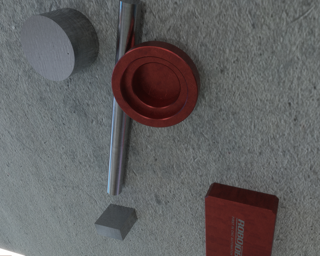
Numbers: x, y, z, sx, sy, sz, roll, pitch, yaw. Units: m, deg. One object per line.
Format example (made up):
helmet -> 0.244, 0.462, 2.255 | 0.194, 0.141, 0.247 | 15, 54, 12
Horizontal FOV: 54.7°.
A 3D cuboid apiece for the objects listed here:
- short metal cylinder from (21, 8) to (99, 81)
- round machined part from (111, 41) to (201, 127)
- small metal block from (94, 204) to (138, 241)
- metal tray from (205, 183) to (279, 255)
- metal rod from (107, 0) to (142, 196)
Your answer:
short metal cylinder -> -0.125, -0.106, 0.391 | 0.080, 0.050, 0.079 | 13, 124, 21
round machined part -> -0.002, -0.053, 0.357 | 0.098, 0.042, 0.097 | 7, 123, 12
small metal block -> -0.074, 0.159, 0.528 | 0.050, 0.050, 0.025 | 4, 120, 26
metal tray -> 0.111, 0.144, 0.434 | 0.090, 0.030, 0.129 | 9, 122, 23
metal rod -> -0.053, -0.018, 0.423 | 0.025, 0.025, 0.298 | 21, 127, 15
